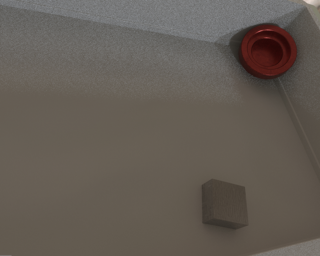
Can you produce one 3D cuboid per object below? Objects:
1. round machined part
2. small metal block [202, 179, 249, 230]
[{"bbox_3d":[0.192,-0.134,0.565,0.099,0.042,0.098,0,77,0],"label":"round machined part"},{"bbox_3d":[0.082,0.097,0.392,0.050,0.025,0.050,17,55,-19],"label":"small metal block"}]
